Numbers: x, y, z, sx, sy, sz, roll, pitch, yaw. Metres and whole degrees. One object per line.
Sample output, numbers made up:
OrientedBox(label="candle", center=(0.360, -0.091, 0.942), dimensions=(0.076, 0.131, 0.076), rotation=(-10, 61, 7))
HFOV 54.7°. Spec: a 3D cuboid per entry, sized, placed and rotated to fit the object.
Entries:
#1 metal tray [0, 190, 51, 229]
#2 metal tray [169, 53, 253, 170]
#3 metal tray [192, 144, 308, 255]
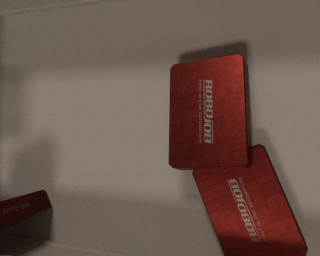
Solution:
OrientedBox(label="metal tray", center=(-0.232, 0.128, 0.435), dimensions=(0.090, 0.130, 0.030), rotation=(-27, 82, 18))
OrientedBox(label="metal tray", center=(0.059, -0.017, 0.368), dimensions=(0.090, 0.030, 0.129), rotation=(-5, 75, 23))
OrientedBox(label="metal tray", center=(0.105, 0.094, 0.371), dimensions=(0.090, 0.030, 0.129), rotation=(-23, 83, 18))
